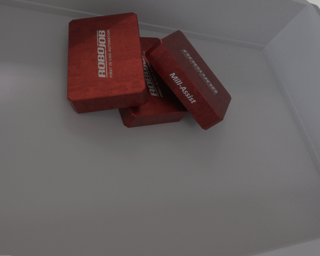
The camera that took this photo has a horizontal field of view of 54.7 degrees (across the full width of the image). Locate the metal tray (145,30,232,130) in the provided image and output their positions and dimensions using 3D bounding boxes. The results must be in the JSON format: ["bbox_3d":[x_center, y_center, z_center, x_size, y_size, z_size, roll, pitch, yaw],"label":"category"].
[{"bbox_3d":[0.044,-0.070,0.434,0.130,0.030,0.090,51,31,-8],"label":"metal tray"}]

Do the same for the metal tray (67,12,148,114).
[{"bbox_3d":[-0.067,-0.086,0.393,0.091,0.030,0.130,-7,62,-1],"label":"metal tray"}]

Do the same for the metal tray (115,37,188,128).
[{"bbox_3d":[-0.022,-0.068,0.432,0.091,0.030,0.130,-8,66,-32],"label":"metal tray"}]
